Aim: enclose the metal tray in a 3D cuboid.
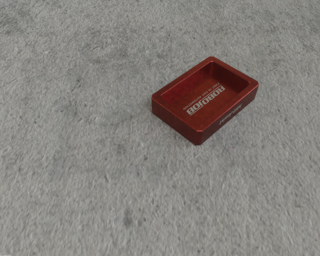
[{"bbox_3d":[0.064,-0.043,0.436,0.131,0.030,0.090,-37,59,-27],"label":"metal tray"}]
